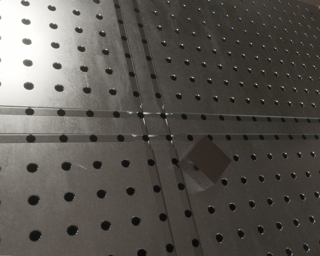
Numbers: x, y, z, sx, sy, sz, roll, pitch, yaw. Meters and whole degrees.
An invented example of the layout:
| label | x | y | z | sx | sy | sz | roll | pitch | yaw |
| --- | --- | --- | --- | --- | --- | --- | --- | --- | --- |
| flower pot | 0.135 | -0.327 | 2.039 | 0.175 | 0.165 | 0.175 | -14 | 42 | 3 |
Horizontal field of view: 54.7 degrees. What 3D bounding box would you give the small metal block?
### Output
| label | x | y | z | sx | sy | sz | roll | pitch | yaw |
| --- | --- | --- | --- | --- | --- | --- | --- | --- | --- |
| small metal block | 0.060 | 0.046 | 0.415 | 0.050 | 0.025 | 0.050 | 45 | 51 | 2 |
